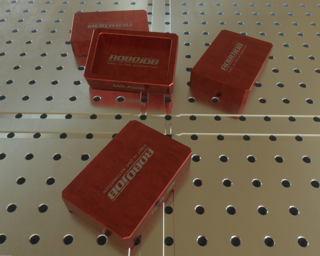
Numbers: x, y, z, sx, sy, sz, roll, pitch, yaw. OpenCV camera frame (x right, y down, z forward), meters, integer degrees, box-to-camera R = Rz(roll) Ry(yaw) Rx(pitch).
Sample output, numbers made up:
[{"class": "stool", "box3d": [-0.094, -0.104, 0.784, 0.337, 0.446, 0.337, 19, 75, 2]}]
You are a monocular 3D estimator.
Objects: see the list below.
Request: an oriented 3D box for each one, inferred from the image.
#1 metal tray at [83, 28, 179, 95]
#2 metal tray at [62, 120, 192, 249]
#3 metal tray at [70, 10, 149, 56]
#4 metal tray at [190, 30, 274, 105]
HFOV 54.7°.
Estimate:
[{"class": "metal tray", "box3d": [-0.041, -0.102, 0.470, 0.131, 0.030, 0.090, 6, 70, 4]}, {"class": "metal tray", "box3d": [-0.033, 0.057, 0.356, 0.090, 0.030, 0.131, 27, 55, 20]}, {"class": "metal tray", "box3d": [-0.086, -0.169, 0.546, 0.131, 0.030, 0.090, -4, 50, -4]}, {"class": "metal tray", "box3d": [0.115, -0.101, 0.491, 0.090, 0.030, 0.130, 23, 53, 18]}]
